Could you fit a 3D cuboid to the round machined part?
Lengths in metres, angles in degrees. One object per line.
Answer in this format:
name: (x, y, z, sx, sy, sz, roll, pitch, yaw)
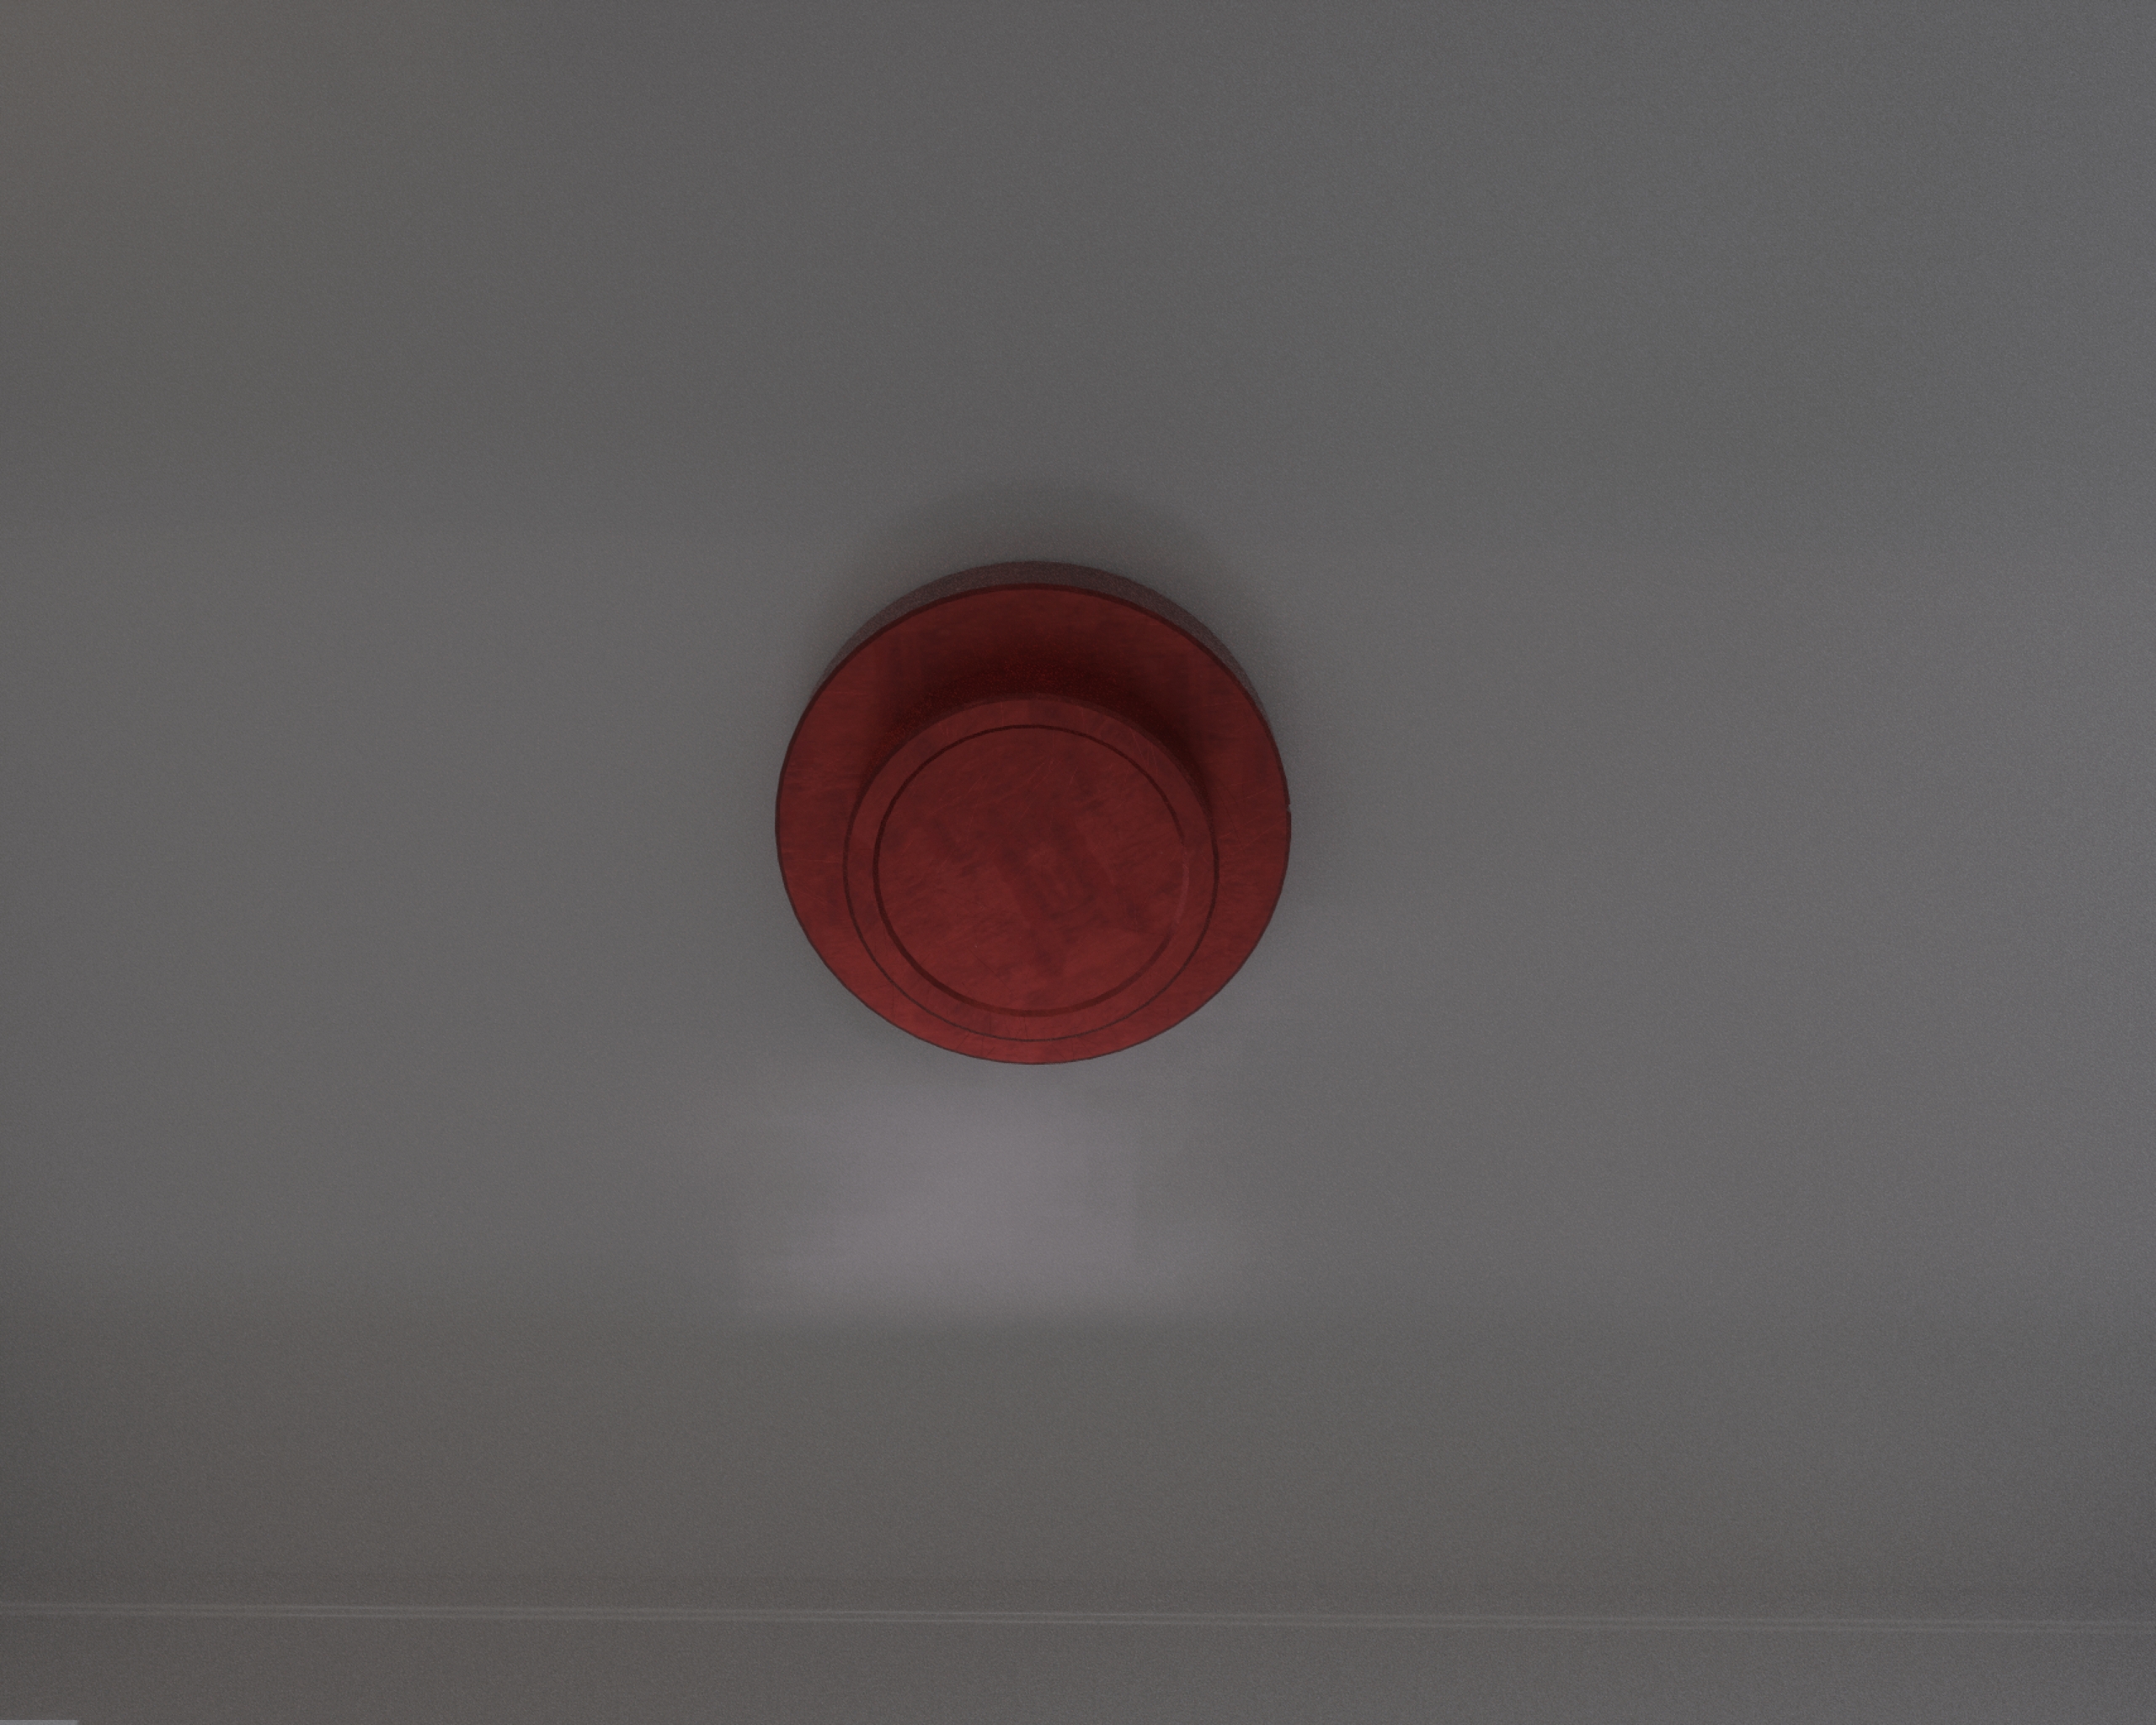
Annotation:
round machined part: (-0.008, -0.005, 0.397, 0.099, 0.042, 0.097, 0, 110, 0)
